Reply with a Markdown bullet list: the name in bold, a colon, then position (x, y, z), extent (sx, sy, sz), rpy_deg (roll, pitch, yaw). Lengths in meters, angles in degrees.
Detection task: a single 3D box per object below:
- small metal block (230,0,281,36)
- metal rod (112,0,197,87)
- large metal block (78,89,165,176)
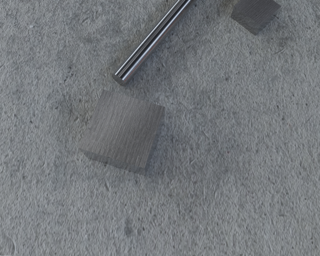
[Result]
- **small metal block**: position (0.146, -0.179, 0.475), extent (0.050, 0.025, 0.050), rpy_deg (43, 75, 14)
- **metal rod**: position (0.029, -0.182, 0.474), extent (0.025, 0.025, 0.300), rpy_deg (33, 73, 11)
- **large metal block**: position (-0.044, 0.007, 0.392), extent (0.080, 0.050, 0.080), rpy_deg (17, 71, 5)
